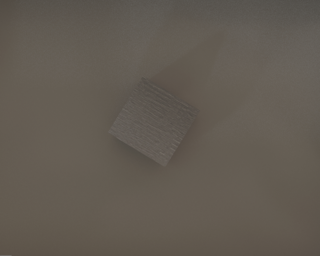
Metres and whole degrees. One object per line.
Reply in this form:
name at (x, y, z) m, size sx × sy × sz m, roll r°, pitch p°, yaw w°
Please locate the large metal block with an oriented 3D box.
large metal block at (-0.007, -0.008, 0.395) m, size 0.080 × 0.050 × 0.080 m, roll 32°, pitch 89°, yaw -1°
